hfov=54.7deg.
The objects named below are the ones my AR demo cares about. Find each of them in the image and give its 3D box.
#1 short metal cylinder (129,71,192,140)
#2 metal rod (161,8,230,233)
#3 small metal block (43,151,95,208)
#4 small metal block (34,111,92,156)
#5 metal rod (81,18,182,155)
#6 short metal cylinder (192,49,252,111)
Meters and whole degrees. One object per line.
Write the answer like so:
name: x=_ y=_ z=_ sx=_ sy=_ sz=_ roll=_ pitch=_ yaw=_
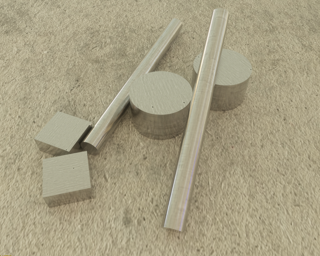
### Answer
short metal cylinder: x=0.001 y=-0.030 z=0.412 sx=0.081 sy=0.050 sz=0.080 roll=0 pitch=50 yaw=0
metal rod: x=0.049 y=-0.028 z=0.377 sx=0.025 sy=0.025 sz=0.300 roll=11 pitch=66 yaw=9
small metal block: x=-0.104 y=0.058 z=0.354 sx=0.050 sy=0.025 sz=0.050 roll=-10 pitch=51 yaw=-9
small metal block: x=-0.120 y=0.011 z=0.393 sx=0.050 sy=0.025 sz=0.050 roll=18 pitch=52 yaw=14
metal rod: x=-0.029 y=-0.081 z=0.470 sx=0.025 sy=0.025 sz=0.301 roll=18 pitch=52 yaw=14
short metal cylinder: x=0.086 y=-0.070 z=0.446 sx=0.081 sy=0.050 sz=0.080 roll=0 pitch=50 yaw=0
